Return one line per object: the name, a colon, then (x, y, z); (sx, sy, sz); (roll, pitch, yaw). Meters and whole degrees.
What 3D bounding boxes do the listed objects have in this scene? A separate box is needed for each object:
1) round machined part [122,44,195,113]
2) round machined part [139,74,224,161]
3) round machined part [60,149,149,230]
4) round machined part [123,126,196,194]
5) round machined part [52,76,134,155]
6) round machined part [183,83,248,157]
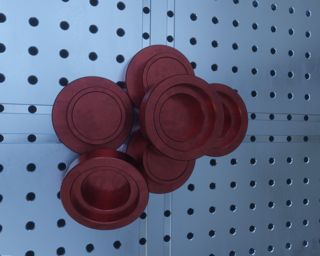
round machined part: (0.003, -0.060, 0.404); (0.099, 0.042, 0.097); (0, 90, -20)
round machined part: (0.022, -0.012, 0.366); (0.099, 0.042, 0.097); (0, 90, -20)
round machined part: (-0.063, 0.068, 0.366); (0.099, 0.042, 0.097); (-2, 112, -4)
round machined part: (0.003, 0.038, 0.404); (0.099, 0.042, 0.097); (0, 90, -20)
round machined part: (-0.079, -0.014, 0.374); (0.099, 0.042, 0.097); (0, 90, -20)
round machined part: (0.068, -0.011, 0.428); (0.099, 0.042, 0.097); (0, 90, -20)
